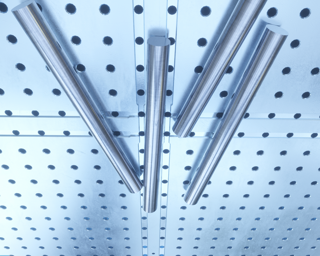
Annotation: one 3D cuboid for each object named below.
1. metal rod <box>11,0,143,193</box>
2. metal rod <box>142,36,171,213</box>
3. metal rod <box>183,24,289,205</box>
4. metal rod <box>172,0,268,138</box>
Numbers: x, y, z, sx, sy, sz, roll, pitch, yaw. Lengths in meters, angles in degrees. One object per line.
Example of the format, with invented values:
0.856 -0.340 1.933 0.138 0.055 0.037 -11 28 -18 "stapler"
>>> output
-0.087 -0.014 0.398 0.025 0.025 0.299 -15 129 12 "metal rod"
-0.009 0.020 0.428 0.025 0.025 0.298 2 130 -2 "metal rod"
0.087 0.007 0.418 0.025 0.025 0.298 11 129 -9 "metal rod"
0.080 -0.103 0.325 0.025 0.025 0.298 16 128 -13 "metal rod"
